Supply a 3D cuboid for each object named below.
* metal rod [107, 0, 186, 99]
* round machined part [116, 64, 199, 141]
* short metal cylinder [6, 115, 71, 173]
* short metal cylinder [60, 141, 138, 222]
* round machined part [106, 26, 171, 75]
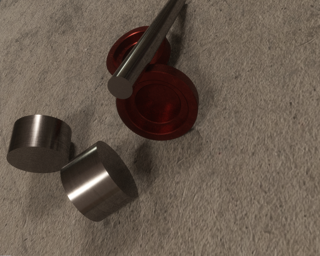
[{"bbox_3d":[-0.002,-0.129,0.408,0.025,0.025,0.301,-9,34,23],"label":"metal rod"},{"bbox_3d":[-0.001,-0.035,0.384,0.098,0.098,0.042,-14,32,20],"label":"round machined part"},{"bbox_3d":[-0.169,0.025,0.440,0.080,0.080,0.050,-17,55,18],"label":"short metal cylinder"},{"bbox_3d":[-0.070,0.062,0.366,0.050,0.080,0.080,-35,52,5],"label":"short metal cylinder"},{"bbox_3d":[-0.028,-0.104,0.470,0.098,0.042,0.098,-13,56,20],"label":"round machined part"}]
